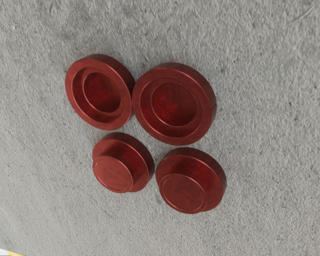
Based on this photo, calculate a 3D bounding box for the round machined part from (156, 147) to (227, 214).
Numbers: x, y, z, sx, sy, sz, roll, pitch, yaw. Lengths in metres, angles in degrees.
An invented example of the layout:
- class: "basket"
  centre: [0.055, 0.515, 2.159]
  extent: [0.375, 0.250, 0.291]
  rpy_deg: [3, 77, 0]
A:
- class: "round machined part"
  centre: [0.038, 0.079, 0.424]
  extent: [0.098, 0.042, 0.097]
  rpy_deg: [13, 124, 21]

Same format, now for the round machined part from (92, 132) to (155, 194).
- class: "round machined part"
  centre: [-0.061, 0.059, 0.465]
  extent: [0.098, 0.042, 0.097]
  rpy_deg: [13, 124, 21]

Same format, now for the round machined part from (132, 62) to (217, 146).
- class: "round machined part"
  centre: [0.020, -0.031, 0.366]
  extent: [0.098, 0.042, 0.097]
  rpy_deg: [13, 124, 21]

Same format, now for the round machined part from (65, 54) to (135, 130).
- class: "round machined part"
  centre: [-0.070, -0.049, 0.402]
  extent: [0.098, 0.042, 0.097]
  rpy_deg: [13, 124, 21]
